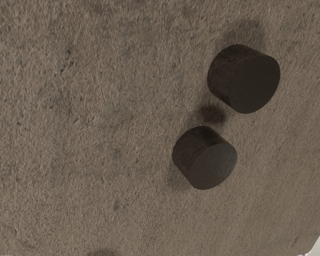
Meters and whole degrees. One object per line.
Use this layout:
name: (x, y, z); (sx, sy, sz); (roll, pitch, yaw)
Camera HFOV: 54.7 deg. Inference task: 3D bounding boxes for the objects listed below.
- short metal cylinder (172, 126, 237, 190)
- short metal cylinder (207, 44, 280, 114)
short metal cylinder: (0.065, 0.044, 0.455); (0.081, 0.050, 0.079); (-14, 125, -21)
short metal cylinder: (0.111, -0.065, 0.413); (0.081, 0.050, 0.079); (-14, 125, -21)
